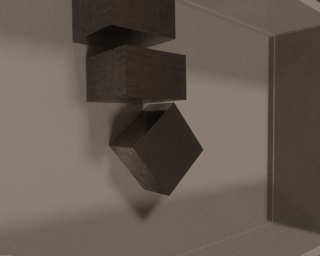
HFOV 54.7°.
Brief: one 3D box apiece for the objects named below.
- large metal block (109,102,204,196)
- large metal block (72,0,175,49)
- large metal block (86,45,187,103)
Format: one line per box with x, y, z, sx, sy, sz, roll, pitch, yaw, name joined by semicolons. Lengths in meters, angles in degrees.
-0.002;0.025;0.391;0.080;0.050;0.080;-49;119;-29;large metal block
-0.040;-0.120;0.338;0.081;0.080;0.050;-2;91;-40;large metal block
-0.028;-0.055;0.349;0.081;0.080;0.050;-2;92;-40;large metal block
